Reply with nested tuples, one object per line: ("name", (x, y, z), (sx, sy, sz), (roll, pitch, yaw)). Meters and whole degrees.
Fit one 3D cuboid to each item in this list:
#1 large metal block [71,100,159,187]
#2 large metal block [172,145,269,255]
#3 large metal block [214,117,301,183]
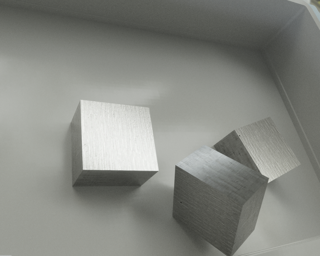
("large metal block", (-0.054, 0.019, 0.350), (0.081, 0.050, 0.080), (5, 60, -26))
("large metal block", (0.062, 0.077, 0.338), (0.080, 0.079, 0.050), (28, 42, 34))
("large metal block", (0.138, 0.038, 0.443), (0.081, 0.050, 0.080), (-17, 71, -35))
